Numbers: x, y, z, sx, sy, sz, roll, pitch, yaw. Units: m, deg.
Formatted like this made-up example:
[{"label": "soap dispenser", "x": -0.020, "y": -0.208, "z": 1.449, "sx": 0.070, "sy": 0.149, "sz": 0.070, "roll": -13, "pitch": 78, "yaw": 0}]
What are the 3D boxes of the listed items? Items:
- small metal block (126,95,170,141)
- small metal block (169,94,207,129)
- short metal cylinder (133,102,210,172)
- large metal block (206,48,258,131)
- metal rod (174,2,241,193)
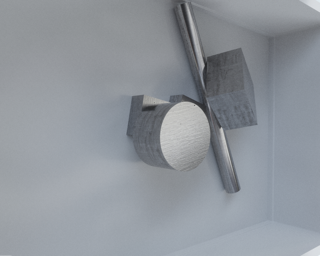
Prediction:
[{"label": "small metal block", "x": -0.012, "y": -0.012, "z": 0.399, "sx": 0.050, "sy": 0.025, "sz": 0.050, "roll": 13, "pitch": 82, "yaw": -40}, {"label": "small metal block", "x": 0.036, "y": -0.015, "z": 0.439, "sx": 0.050, "sy": 0.025, "sz": 0.050, "roll": 21, "pitch": 77, "yaw": -38}, {"label": "short metal cylinder", "x": 0.015, "y": 0.009, "z": 0.372, "sx": 0.081, "sy": 0.050, "sz": 0.079, "roll": -1, "pitch": 91, "yaw": -40}, {"label": "large metal block", "x": 0.105, "y": -0.055, "z": 0.451, "sx": 0.080, "sy": 0.050, "sz": 0.080, "roll": 52, "pitch": 35, "yaw": -45}, {"label": "metal rod", "x": 0.076, "y": -0.036, "z": 0.472, "sx": 0.025, "sy": 0.025, "sz": 0.298, "roll": -29, "pitch": 109, "yaw": -36}]
